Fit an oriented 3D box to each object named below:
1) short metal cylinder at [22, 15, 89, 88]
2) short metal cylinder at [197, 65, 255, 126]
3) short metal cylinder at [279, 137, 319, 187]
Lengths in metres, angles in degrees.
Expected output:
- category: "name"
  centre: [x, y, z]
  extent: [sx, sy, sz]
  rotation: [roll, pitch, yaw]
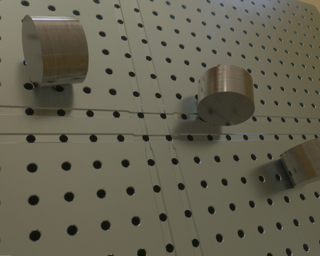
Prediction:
- category: "short metal cylinder"
  centre: [-0.124, -0.089, 0.362]
  extent: [0.050, 0.080, 0.080]
  rotation: [-13, 69, -34]
- category: "short metal cylinder"
  centre: [0.096, -0.046, 0.455]
  extent: [0.081, 0.080, 0.050]
  rotation: [20, 54, -17]
- category: "short metal cylinder"
  centre: [0.231, 0.052, 0.469]
  extent: [0.081, 0.080, 0.050]
  rotation: [-4, 64, -31]
